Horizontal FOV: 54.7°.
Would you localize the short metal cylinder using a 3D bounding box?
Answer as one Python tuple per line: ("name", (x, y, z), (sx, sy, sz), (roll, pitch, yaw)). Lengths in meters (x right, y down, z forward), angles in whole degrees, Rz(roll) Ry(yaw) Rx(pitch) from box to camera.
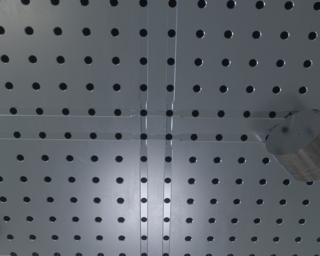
("short metal cylinder", (0.184, 0.022, 0.394), (0.080, 0.080, 0.050), (-40, 105, 13))
